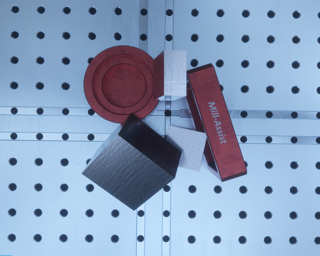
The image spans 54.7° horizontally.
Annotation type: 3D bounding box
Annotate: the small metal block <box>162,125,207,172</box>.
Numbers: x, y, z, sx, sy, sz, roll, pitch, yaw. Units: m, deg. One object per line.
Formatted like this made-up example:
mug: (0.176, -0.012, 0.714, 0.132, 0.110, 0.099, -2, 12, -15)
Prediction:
small metal block: (0.033, 0.026, 0.409, 0.050, 0.025, 0.050, 12, 94, 10)

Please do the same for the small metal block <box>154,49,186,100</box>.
small metal block: (0.010, -0.059, 0.360, 0.025, 0.050, 0.050, 0, 89, -14)

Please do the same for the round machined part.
round machined part: (-0.046, -0.054, 0.404, 0.099, 0.042, 0.097, 0, 90, -1)

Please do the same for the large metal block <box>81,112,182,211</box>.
large metal block: (-0.033, 0.042, 0.378, 0.080, 0.050, 0.080, 39, 122, -11)

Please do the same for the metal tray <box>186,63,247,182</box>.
metal tray: (0.063, -0.006, 0.382, 0.030, 0.090, 0.129, -18, 90, 0)
